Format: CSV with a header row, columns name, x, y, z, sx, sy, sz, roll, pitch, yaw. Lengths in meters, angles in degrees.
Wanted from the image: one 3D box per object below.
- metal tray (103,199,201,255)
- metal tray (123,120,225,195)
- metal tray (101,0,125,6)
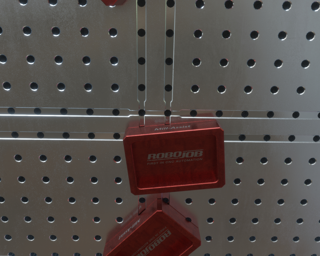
name,x,y,z,sx,sy,sz,roll,pitch,yaw
metal tray,-0.013,0.181,0.477,0.090,0.030,0.130,42,104,-14
metal tray,0.021,0.041,0.426,0.131,0.030,0.089,-5,110,1
metal tray,-0.037,-0.204,0.316,0.130,0.030,0.090,-39,100,25
